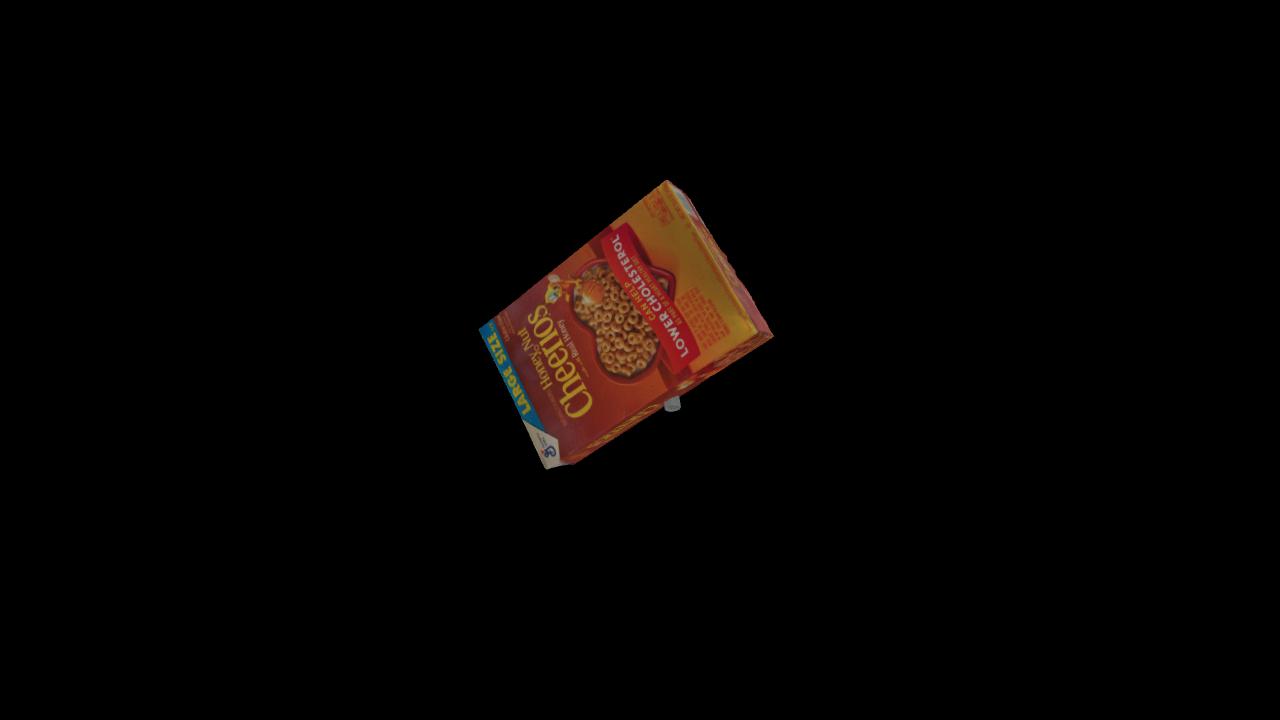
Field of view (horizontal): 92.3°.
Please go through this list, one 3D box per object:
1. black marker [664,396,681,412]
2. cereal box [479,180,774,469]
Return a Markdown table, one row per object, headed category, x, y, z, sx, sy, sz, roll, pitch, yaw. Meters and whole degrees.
| category | x | y | z | sx | sy | sz | roll | pitch | yaw |
| --- | --- | --- | --- | --- | --- | --- | --- | --- | --- |
| black marker | 0.032 | 0.003 | 0.727 | 0.020 | 0.121 | 0.020 | -5 | -29 | -3 |
| cereal box | -0.028 | -0.031 | 0.721 | 0.306 | 0.203 | 0.081 | -34 | -16 | 20 |
